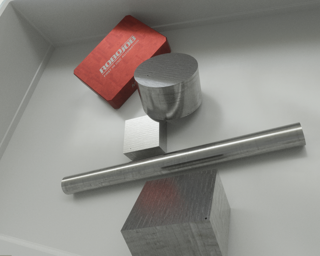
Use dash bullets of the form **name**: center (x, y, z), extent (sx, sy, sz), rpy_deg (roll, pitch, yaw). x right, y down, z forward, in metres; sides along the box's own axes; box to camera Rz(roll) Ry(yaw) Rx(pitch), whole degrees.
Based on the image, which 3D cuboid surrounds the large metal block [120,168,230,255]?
- **large metal block**: center (0.020, 0.088, 0.300), extent (0.080, 0.050, 0.080), rpy_deg (-14, 19, 20)

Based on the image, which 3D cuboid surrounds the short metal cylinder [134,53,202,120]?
- **short metal cylinder**: center (0.012, -0.055, 0.399), extent (0.080, 0.050, 0.080), rpy_deg (-8, 40, 7)

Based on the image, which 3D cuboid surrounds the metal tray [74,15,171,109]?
- **metal tray**: center (-0.058, -0.104, 0.482), extent (0.090, 0.030, 0.130), rpy_deg (39, 83, 24)

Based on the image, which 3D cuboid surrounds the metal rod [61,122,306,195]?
- **metal rod**: center (0.011, 0.042, 0.372), extent (0.301, 0.025, 0.025), rpy_deg (-15, 56, 19)

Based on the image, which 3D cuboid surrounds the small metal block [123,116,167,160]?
- **small metal block**: center (-0.019, 0.012, 0.407), extent (0.050, 0.025, 0.050), rpy_deg (-13, 56, 20)
